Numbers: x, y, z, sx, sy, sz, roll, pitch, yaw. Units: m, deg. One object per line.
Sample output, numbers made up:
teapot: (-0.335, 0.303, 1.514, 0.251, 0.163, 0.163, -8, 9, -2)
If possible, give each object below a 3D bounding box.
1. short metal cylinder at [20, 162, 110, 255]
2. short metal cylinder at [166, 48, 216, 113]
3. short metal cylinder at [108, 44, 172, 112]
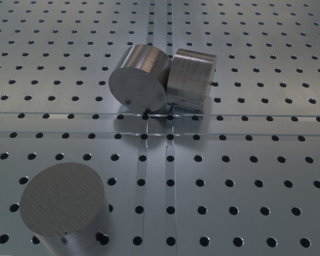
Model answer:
short metal cylinder: (-0.095, 0.083, 0.321, 0.081, 0.050, 0.080, 0, 50, 0)
short metal cylinder: (0.044, -0.065, 0.427, 0.050, 0.080, 0.080, 14, 51, 11)
short metal cylinder: (-0.024, -0.067, 0.428, 0.080, 0.080, 0.050, 13, 51, 10)
